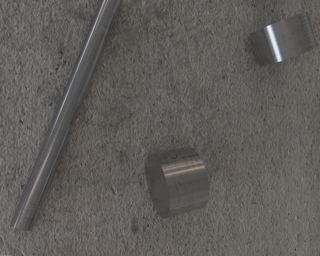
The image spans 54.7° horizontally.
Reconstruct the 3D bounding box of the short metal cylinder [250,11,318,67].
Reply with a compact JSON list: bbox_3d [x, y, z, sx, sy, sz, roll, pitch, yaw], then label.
[{"bbox_3d":[0.176,-0.126,0.444,0.081,0.080,0.050,-24,98,-18],"label":"short metal cylinder"}]

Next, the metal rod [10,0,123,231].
[{"bbox_3d":[-0.107,-0.028,0.369,0.025,0.025,0.299,22,83,-19],"label":"metal rod"}]

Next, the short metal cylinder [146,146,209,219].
[{"bbox_3d":[0.019,0.067,0.387,0.050,0.080,0.079,-10,94,-20],"label":"short metal cylinder"}]
